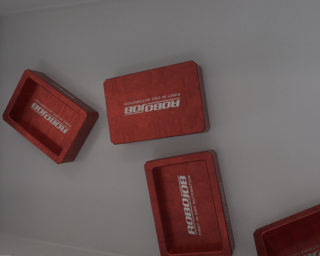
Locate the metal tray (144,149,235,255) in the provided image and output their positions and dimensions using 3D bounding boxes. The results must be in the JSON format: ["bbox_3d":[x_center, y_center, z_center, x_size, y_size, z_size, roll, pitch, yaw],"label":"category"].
[{"bbox_3d":[0.037,0.099,0.394,0.090,0.030,0.129,-12,86,19],"label":"metal tray"}]

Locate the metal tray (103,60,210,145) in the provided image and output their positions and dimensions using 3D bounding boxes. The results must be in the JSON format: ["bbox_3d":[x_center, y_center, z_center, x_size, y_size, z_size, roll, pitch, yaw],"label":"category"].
[{"bbox_3d":[-0.006,-0.030,0.410,0.130,0.030,0.089,-9,87,19],"label":"metal tray"}]

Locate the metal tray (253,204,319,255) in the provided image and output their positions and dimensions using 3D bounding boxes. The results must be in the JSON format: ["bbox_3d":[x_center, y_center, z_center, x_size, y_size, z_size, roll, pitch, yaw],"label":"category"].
[{"bbox_3d":[0.167,0.121,0.314,0.130,0.090,0.030,-29,105,17],"label":"metal tray"}]

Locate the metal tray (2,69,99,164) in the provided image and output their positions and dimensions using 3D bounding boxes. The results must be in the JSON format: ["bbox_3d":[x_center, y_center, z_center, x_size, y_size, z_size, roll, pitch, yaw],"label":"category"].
[{"bbox_3d":[-0.167,-0.018,0.466,0.130,0.030,0.090,34,101,16],"label":"metal tray"}]
